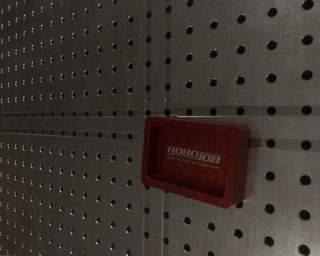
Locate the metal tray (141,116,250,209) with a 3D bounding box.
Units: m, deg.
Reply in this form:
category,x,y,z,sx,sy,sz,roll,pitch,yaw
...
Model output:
category,x,y,z,sx,sy,sz,roll,pitch,yaw
metal tray,0.037,0.035,0.373,0.130,0.030,0.089,8,95,39
